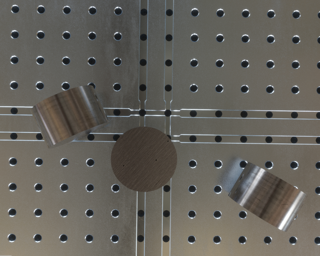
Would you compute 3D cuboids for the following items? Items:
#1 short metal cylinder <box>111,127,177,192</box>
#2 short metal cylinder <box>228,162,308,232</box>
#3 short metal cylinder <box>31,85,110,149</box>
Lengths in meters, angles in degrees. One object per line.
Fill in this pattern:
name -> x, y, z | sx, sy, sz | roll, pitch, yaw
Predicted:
short metal cylinder -> -0.019, 0.038, 0.401 | 0.081, 0.050, 0.079 | 0, 90, -1
short metal cylinder -> 0.134, 0.085, 0.388 | 0.080, 0.080, 0.050 | 31, 90, -1
short metal cylinder -> -0.110, -0.013, 0.384 | 0.080, 0.080, 0.050 | -24, 90, 0
